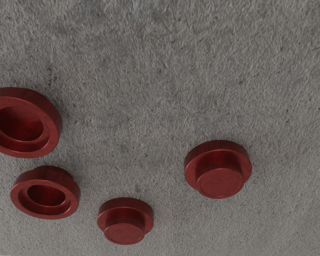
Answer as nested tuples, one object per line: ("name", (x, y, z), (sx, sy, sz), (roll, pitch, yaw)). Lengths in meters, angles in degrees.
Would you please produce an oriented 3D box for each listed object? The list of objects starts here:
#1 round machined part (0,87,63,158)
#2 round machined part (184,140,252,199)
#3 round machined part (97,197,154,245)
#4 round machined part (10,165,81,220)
("round machined part", (-0.171, -0.011, 0.385), (0.099, 0.042, 0.097), (0, 130, 0))
("round machined part", (0.086, 0.067, 0.454), (0.099, 0.042, 0.097), (0, 130, 0))
("round machined part", (-0.060, 0.167, 0.538), (0.099, 0.042, 0.097), (0, 130, 0))
("round machined part", (-0.171, 0.095, 0.475), (0.099, 0.042, 0.097), (0, 130, 0))
